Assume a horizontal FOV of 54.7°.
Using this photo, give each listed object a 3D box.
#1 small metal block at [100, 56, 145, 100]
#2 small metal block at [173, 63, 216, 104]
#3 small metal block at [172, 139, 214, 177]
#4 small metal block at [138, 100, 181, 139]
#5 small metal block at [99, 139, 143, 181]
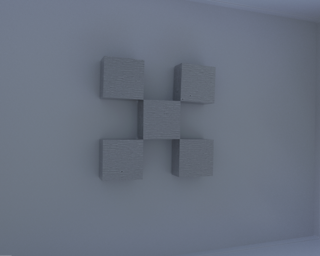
[{"bbox_3d":[-0.048,-0.061,0.391,0.050,0.025,0.050,2,90,-20],"label":"small metal block"},{"bbox_3d":[0.047,-0.059,0.425,0.050,0.025,0.050,3,89,-20],"label":"small metal block"},{"bbox_3d":[0.045,0.040,0.424,0.050,0.025,0.050,1,90,-20],"label":"small metal block"},{"bbox_3d":[-0.001,-0.011,0.407,0.050,0.025,0.050,0,90,-20],"label":"small metal block"},{"bbox_3d":[-0.049,0.039,0.390,0.050,0.025,0.050,1,90,-20],"label":"small metal block"}]
